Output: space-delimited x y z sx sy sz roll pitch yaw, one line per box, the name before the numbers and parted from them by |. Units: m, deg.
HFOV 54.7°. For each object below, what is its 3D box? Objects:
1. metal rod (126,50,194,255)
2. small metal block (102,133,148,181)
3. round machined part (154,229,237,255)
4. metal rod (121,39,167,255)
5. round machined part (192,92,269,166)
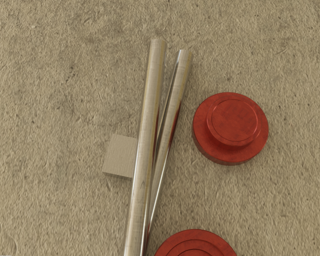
metal rod | 0.001 0.031 0.396 0.025 0.025 0.299 13 70 4
small metal block | -0.041 0.039 0.394 0.050 0.025 0.050 11 70 4
round machined part | 0.038 0.163 0.340 0.099 0.042 0.098 0 70 0
metal rod | -0.017 0.025 0.372 0.025 0.025 0.299 5 69 2
round machined part | 0.092 -0.003 0.401 0.099 0.042 0.098 0 70 0
